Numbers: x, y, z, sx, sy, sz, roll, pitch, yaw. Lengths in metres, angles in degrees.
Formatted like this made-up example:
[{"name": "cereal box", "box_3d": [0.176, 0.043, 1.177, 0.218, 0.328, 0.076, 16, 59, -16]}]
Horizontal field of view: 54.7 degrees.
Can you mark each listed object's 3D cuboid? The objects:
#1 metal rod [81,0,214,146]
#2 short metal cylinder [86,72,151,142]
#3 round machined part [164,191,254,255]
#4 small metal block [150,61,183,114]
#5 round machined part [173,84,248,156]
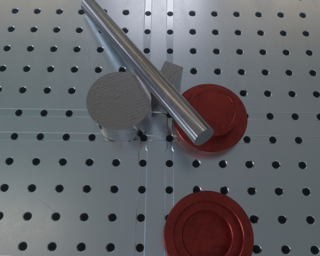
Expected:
[{"name": "metal rod", "box_3d": [-0.032, -0.091, 0.403, 0.025, 0.025, 0.300, -31, 58, -11]}, {"name": "short metal cylinder", "box_3d": [-0.051, -0.027, 0.408, 0.081, 0.050, 0.080, 0, 70, -1]}, {"name": "round machined part", "box_3d": [0.053, 0.125, 0.358, 0.099, 0.042, 0.098, 0, 70, 0]}, {"name": "small metal block", "box_3d": [0.008, -0.053, 0.418, 0.025, 0.050, 0.050, 22, 71, 7]}, {"name": "round machined part", "box_3d": [0.067, -0.016, 0.409, 0.099, 0.042, 0.098, 0, 70, 0]}]
